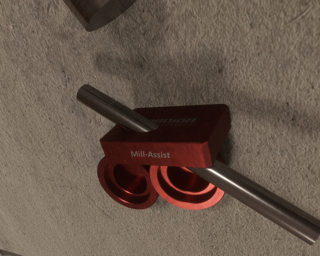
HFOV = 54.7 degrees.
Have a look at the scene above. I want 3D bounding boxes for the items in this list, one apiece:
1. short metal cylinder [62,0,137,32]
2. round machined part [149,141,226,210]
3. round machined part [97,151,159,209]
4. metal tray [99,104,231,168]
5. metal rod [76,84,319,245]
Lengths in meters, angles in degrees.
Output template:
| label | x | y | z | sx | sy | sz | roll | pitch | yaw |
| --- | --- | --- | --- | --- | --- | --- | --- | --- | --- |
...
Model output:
| label | x | y | z | sx | sy | sz | roll | pitch | yaw |
| --- | --- | --- | --- | --- | --- | --- | --- | --- | --- |
| short metal cylinder | -0.058 | -0.143 | 0.312 | 0.080 | 0.080 | 0.050 | -31 | 102 | 37 |
| round machined part | 0.039 | 0.055 | 0.403 | 0.098 | 0.042 | 0.097 | 8 | 120 | 15 |
| round machined part | -0.040 | 0.069 | 0.458 | 0.098 | 0.042 | 0.097 | 13 | 124 | 20 |
| metal tray | 0.008 | 0.006 | 0.363 | 0.130 | 0.090 | 0.030 | -1 | 118 | 28 |
| metal rod | 0.025 | 0.027 | 0.341 | 0.300 | 0.025 | 0.025 | 31 | 129 | 20 |
